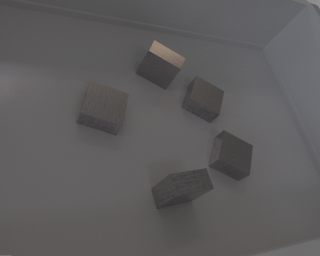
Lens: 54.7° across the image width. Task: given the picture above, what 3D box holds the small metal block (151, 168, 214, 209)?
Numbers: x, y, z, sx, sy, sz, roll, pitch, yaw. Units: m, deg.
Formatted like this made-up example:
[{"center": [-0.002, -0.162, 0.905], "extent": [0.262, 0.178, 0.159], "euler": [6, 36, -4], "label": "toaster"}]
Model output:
[{"center": [0.025, 0.071, 0.360], "extent": [0.050, 0.050, 0.025], "euler": [-4, 64, -30], "label": "small metal block"}]

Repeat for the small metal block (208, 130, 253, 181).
[{"center": [0.100, 0.039, 0.436], "extent": [0.050, 0.025, 0.050], "euler": [27, 52, -11], "label": "small metal block"}]

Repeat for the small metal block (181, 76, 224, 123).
[{"center": [0.065, -0.043, 0.467], "extent": [0.050, 0.025, 0.050], "euler": [28, 52, -11], "label": "small metal block"}]

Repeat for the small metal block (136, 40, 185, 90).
[{"center": [0.000, -0.089, 0.444], "extent": [0.050, 0.050, 0.025], "euler": [28, 52, -11], "label": "small metal block"}]

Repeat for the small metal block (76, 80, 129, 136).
[{"center": [-0.070, -0.025, 0.383], "extent": [0.050, 0.025, 0.050], "euler": [19, 54, -17], "label": "small metal block"}]
